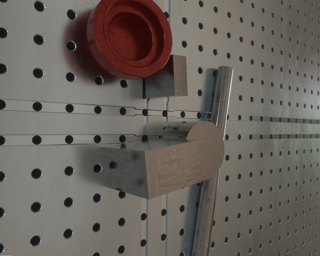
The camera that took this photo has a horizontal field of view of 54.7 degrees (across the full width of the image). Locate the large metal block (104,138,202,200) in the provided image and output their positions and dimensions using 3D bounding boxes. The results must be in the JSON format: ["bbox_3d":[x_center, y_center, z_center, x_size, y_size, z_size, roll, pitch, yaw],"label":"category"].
[{"bbox_3d":[-0.009,0.043,0.368,0.081,0.080,0.050,-9,96,-40],"label":"large metal block"}]

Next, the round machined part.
[{"bbox_3d":[-0.038,-0.104,0.361,0.099,0.042,0.097,2,85,-32],"label":"round machined part"}]

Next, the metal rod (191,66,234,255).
[{"bbox_3d":[0.082,0.050,0.480,0.025,0.025,0.298,15,80,-39],"label":"metal rod"}]

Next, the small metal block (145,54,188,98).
[{"bbox_3d":[0.007,-0.065,0.399,0.025,0.050,0.050,-6,94,-47],"label":"small metal block"}]

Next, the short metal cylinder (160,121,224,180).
[{"bbox_3d":[0.045,0.030,0.433,0.081,0.050,0.079,0,90,-40],"label":"short metal cylinder"}]
